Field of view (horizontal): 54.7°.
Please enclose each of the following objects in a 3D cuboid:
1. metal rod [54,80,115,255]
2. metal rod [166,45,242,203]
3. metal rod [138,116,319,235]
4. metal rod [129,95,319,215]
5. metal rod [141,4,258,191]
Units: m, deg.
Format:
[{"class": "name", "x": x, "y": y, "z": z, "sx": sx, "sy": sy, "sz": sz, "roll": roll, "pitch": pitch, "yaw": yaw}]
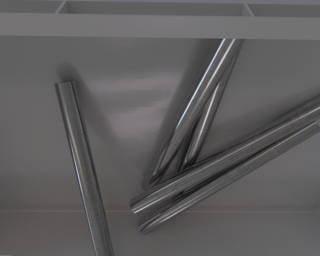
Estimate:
[{"class": "metal rod", "x": -0.090, "y": 0.088, "z": 0.403, "sx": 0.025, "sy": 0.025, "sz": 0.298, "roll": -7, "pitch": 105, "yaw": 6}, {"class": "metal rod", "x": 0.049, "y": 0.020, "z": 0.426, "sx": 0.025, "sy": 0.025, "sz": 0.298, "roll": 8, "pitch": 130, "yaw": -7}, {"class": "metal rod", "x": 0.088, "y": 0.076, "z": 0.451, "sx": 0.300, "sy": 0.025, "sz": 0.025, "roll": -36, "pitch": 122, "yaw": 18}, {"class": "metal rod", "x": 0.087, "y": 0.041, "z": 0.419, "sx": 0.300, "sy": 0.025, "sz": 0.025, "roll": -31, "pitch": 124, "yaw": 14}, {"class": "metal rod", "x": 0.030, "y": -0.008, "z": 0.384, "sx": 0.025, "sy": 0.025, "sz": 0.298, "roll": 14, "pitch": 134, "yaw": -12}]
